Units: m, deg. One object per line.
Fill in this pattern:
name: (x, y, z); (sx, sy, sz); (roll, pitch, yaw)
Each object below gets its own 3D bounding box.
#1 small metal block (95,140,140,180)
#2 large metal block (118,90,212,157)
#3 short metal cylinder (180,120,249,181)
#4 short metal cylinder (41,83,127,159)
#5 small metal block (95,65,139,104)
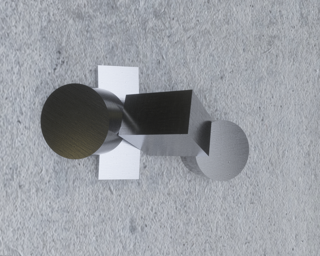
small metal block: (-0.053, 0.038, 0.391); (0.050, 0.025, 0.050); (3, 89, -20)
large metal block: (0.010, -0.002, 0.366); (0.080, 0.080, 0.050); (43, 50, -58)
short metal cylinder: (0.073, 0.029, 0.426); (0.081, 0.050, 0.079); (0, 90, -21)
short metal cylinder: (-0.083, -0.007, 0.348); (0.080, 0.050, 0.079); (0, 91, 15)
small metal block: (-0.054, -0.051, 0.390); (0.050, 0.025, 0.050); (-1, 91, -21)
